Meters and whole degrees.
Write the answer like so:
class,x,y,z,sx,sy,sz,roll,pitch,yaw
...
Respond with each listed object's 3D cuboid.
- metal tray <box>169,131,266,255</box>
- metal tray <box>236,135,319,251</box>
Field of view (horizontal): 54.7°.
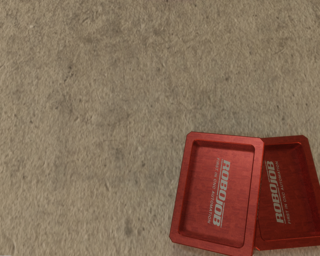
class,x,y,z,sx,sy,sz,roll,pitch,yaw
metal tray,0.068,0.073,0.358,0.090,0.030,0.130,5,75,22
metal tray,0.145,0.077,0.379,0.091,0.030,0.129,-4,70,-2
